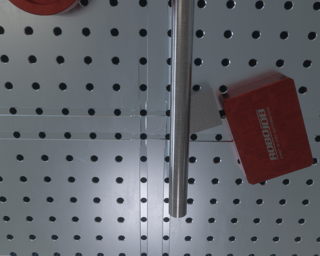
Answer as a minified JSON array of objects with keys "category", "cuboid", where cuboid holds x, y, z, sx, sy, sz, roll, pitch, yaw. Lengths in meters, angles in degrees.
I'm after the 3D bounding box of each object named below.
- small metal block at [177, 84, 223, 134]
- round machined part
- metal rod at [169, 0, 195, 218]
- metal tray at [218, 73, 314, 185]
[{"category":"small metal block","cuboid":[0.049,-0.023,0.405,0.050,0.025,0.050,-18,109,6]},{"category":"round machined part","cuboid":[-0.126,-0.175,0.339,0.099,0.042,0.097,0,110,0]},{"category":"metal rod","cuboid":[0.025,-0.023,0.378,0.025,0.025,0.298,0,110,0]},{"category":"metal tray","cuboid":[0.142,0.004,0.414,0.090,0.030,0.129,-20,109,7]}]
